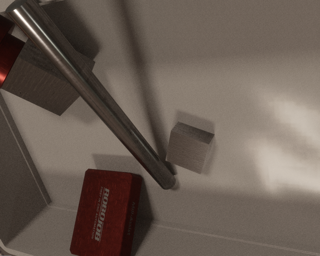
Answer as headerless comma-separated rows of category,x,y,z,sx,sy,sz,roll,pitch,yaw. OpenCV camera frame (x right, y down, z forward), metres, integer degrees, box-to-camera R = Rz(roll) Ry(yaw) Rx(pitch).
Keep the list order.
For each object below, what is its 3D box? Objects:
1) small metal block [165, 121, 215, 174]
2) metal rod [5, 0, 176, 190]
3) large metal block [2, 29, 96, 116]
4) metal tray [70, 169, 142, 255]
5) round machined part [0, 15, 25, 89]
small metal block,0.038,0.026,0.403,0.050,0.025,0.050,20,126,16
metal rod,-0.051,-0.011,0.350,0.025,0.025,0.300,-3,142,29
large metal block,-0.143,-0.068,0.396,0.080,0.050,0.080,28,144,-26
metal tray,-0.082,0.132,0.475,0.090,0.030,0.129,1,74,27
round machined part,-0.204,-0.088,0.387,0.042,0.098,0.098,29,134,-26
